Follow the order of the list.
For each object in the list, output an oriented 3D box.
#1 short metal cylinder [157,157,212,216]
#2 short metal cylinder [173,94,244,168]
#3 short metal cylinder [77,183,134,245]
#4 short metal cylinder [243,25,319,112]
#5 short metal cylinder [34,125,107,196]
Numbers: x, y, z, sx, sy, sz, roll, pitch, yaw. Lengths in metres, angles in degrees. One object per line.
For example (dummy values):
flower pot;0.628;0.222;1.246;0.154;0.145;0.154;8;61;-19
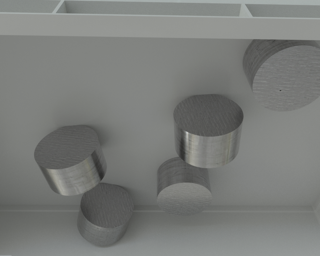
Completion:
short metal cylinder;0.036;0.089;0.469;0.081;0.050;0.079;0;130;0
short metal cylinder;0.057;0.002;0.376;0.080;0.080;0.050;-3;130;2
short metal cylinder;-0.086;0.134;0.486;0.081;0.080;0.050;12;129;-10
short metal cylinder;0.137;-0.065;0.340;0.081;0.050;0.079;0;130;0
short metal cylinder;-0.115;0.041;0.406;0.080;0.080;0.050;-5;130;4
